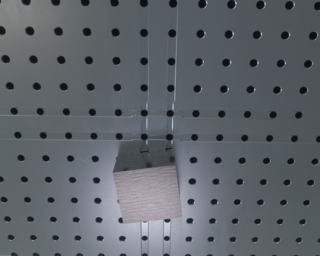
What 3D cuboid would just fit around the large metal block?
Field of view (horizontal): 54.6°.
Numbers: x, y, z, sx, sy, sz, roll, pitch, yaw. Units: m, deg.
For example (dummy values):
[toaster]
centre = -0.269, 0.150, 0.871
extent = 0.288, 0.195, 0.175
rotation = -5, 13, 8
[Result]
[large metal block]
centre = -0.015, 0.080, 0.429
extent = 0.080, 0.050, 0.080
rotation = -7, 110, 2
